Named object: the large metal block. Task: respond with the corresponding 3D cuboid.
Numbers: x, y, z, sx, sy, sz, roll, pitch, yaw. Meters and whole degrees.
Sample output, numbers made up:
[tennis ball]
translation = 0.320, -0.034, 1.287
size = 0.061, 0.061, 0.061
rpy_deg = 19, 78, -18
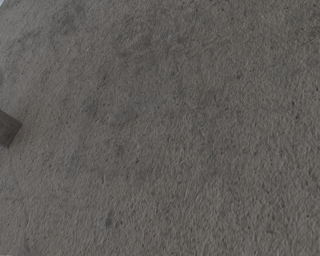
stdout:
[large metal block]
translation = -0.305, -0.010, 0.535
size = 0.080, 0.080, 0.050
rpy_deg = 8, 66, 32
